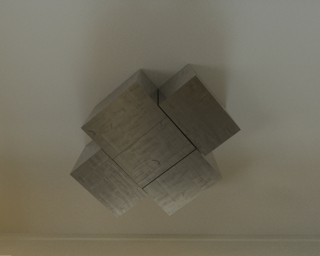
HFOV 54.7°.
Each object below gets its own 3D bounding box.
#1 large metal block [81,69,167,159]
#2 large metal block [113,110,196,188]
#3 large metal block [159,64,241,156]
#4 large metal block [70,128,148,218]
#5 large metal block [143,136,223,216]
[{"bbox_3d":[-0.039,-0.020,0.373,0.080,0.080,0.050,-38,106,12],"label":"large metal block"},{"bbox_3d":[-0.007,0.016,0.387,0.080,0.080,0.050,-38,106,12],"label":"large metal block"},{"bbox_3d":[0.044,-0.025,0.373,0.050,0.080,0.080,-39,106,13],"label":"large metal block"},{"bbox_3d":[-0.059,0.053,0.400,0.050,0.080,0.080,-39,106,13],"label":"large metal block"},{"bbox_3d":[0.026,0.052,0.401,0.080,0.080,0.050,-38,106,12],"label":"large metal block"}]
